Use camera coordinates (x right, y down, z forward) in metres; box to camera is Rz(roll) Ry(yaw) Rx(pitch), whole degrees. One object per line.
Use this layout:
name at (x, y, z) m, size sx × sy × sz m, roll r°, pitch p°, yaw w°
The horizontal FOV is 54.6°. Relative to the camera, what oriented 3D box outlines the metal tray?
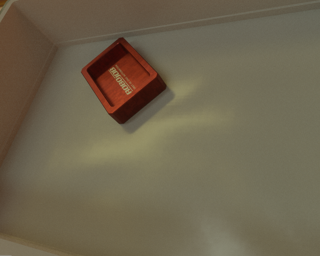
metal tray at (-0.060, -0.077, 0.482) m, size 0.090 × 0.030 × 0.130 m, roll -40°, pitch 51°, yaw 1°
